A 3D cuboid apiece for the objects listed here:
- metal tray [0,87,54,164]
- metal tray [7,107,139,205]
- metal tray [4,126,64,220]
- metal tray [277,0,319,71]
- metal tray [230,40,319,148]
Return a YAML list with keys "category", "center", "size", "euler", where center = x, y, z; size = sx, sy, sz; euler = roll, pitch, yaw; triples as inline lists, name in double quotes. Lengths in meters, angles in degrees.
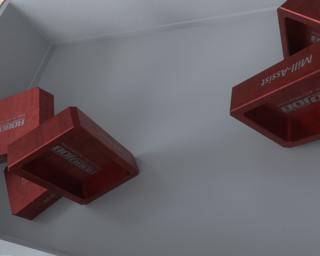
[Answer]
- category: "metal tray"
  center: [-0.220, 0.000, 0.463]
  size: [0.130, 0.030, 0.090]
  euler: [-15, 69, 19]
- category: "metal tray"
  center: [-0.095, 0.039, 0.362]
  size: [0.090, 0.130, 0.030]
  euler: [-31, 51, 8]
- category: "metal tray"
  center: [-0.159, 0.058, 0.448]
  size: [0.130, 0.030, 0.090]
  euler: [-37, 51, 2]
- category: "metal tray"
  center: [0.183, -0.077, 0.312]
  size: [0.030, 0.090, 0.130]
  euler: [-42, 50, -3]
- category: "metal tray"
  center: [0.139, -0.027, 0.272]
  size: [0.130, 0.090, 0.030]
  euler: [-28, 42, 50]
